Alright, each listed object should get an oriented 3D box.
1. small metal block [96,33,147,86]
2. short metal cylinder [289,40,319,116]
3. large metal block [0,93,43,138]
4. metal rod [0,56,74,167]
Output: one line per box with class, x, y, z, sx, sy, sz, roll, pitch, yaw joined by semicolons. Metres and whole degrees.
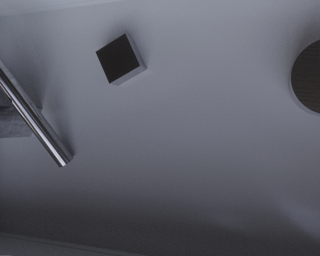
small metal block;-0.053;-0.093;0.428;0.050;0.025;0.050;-27;82;17
short metal cylinder;0.183;-0.052;0.333;0.080;0.050;0.079;0;90;19
large metal block;-0.243;-0.026;0.465;0.080;0.080;0.050;28;99;17
metal rod;-0.215;-0.072;0.419;0.025;0.025;0.299;-26;107;18
